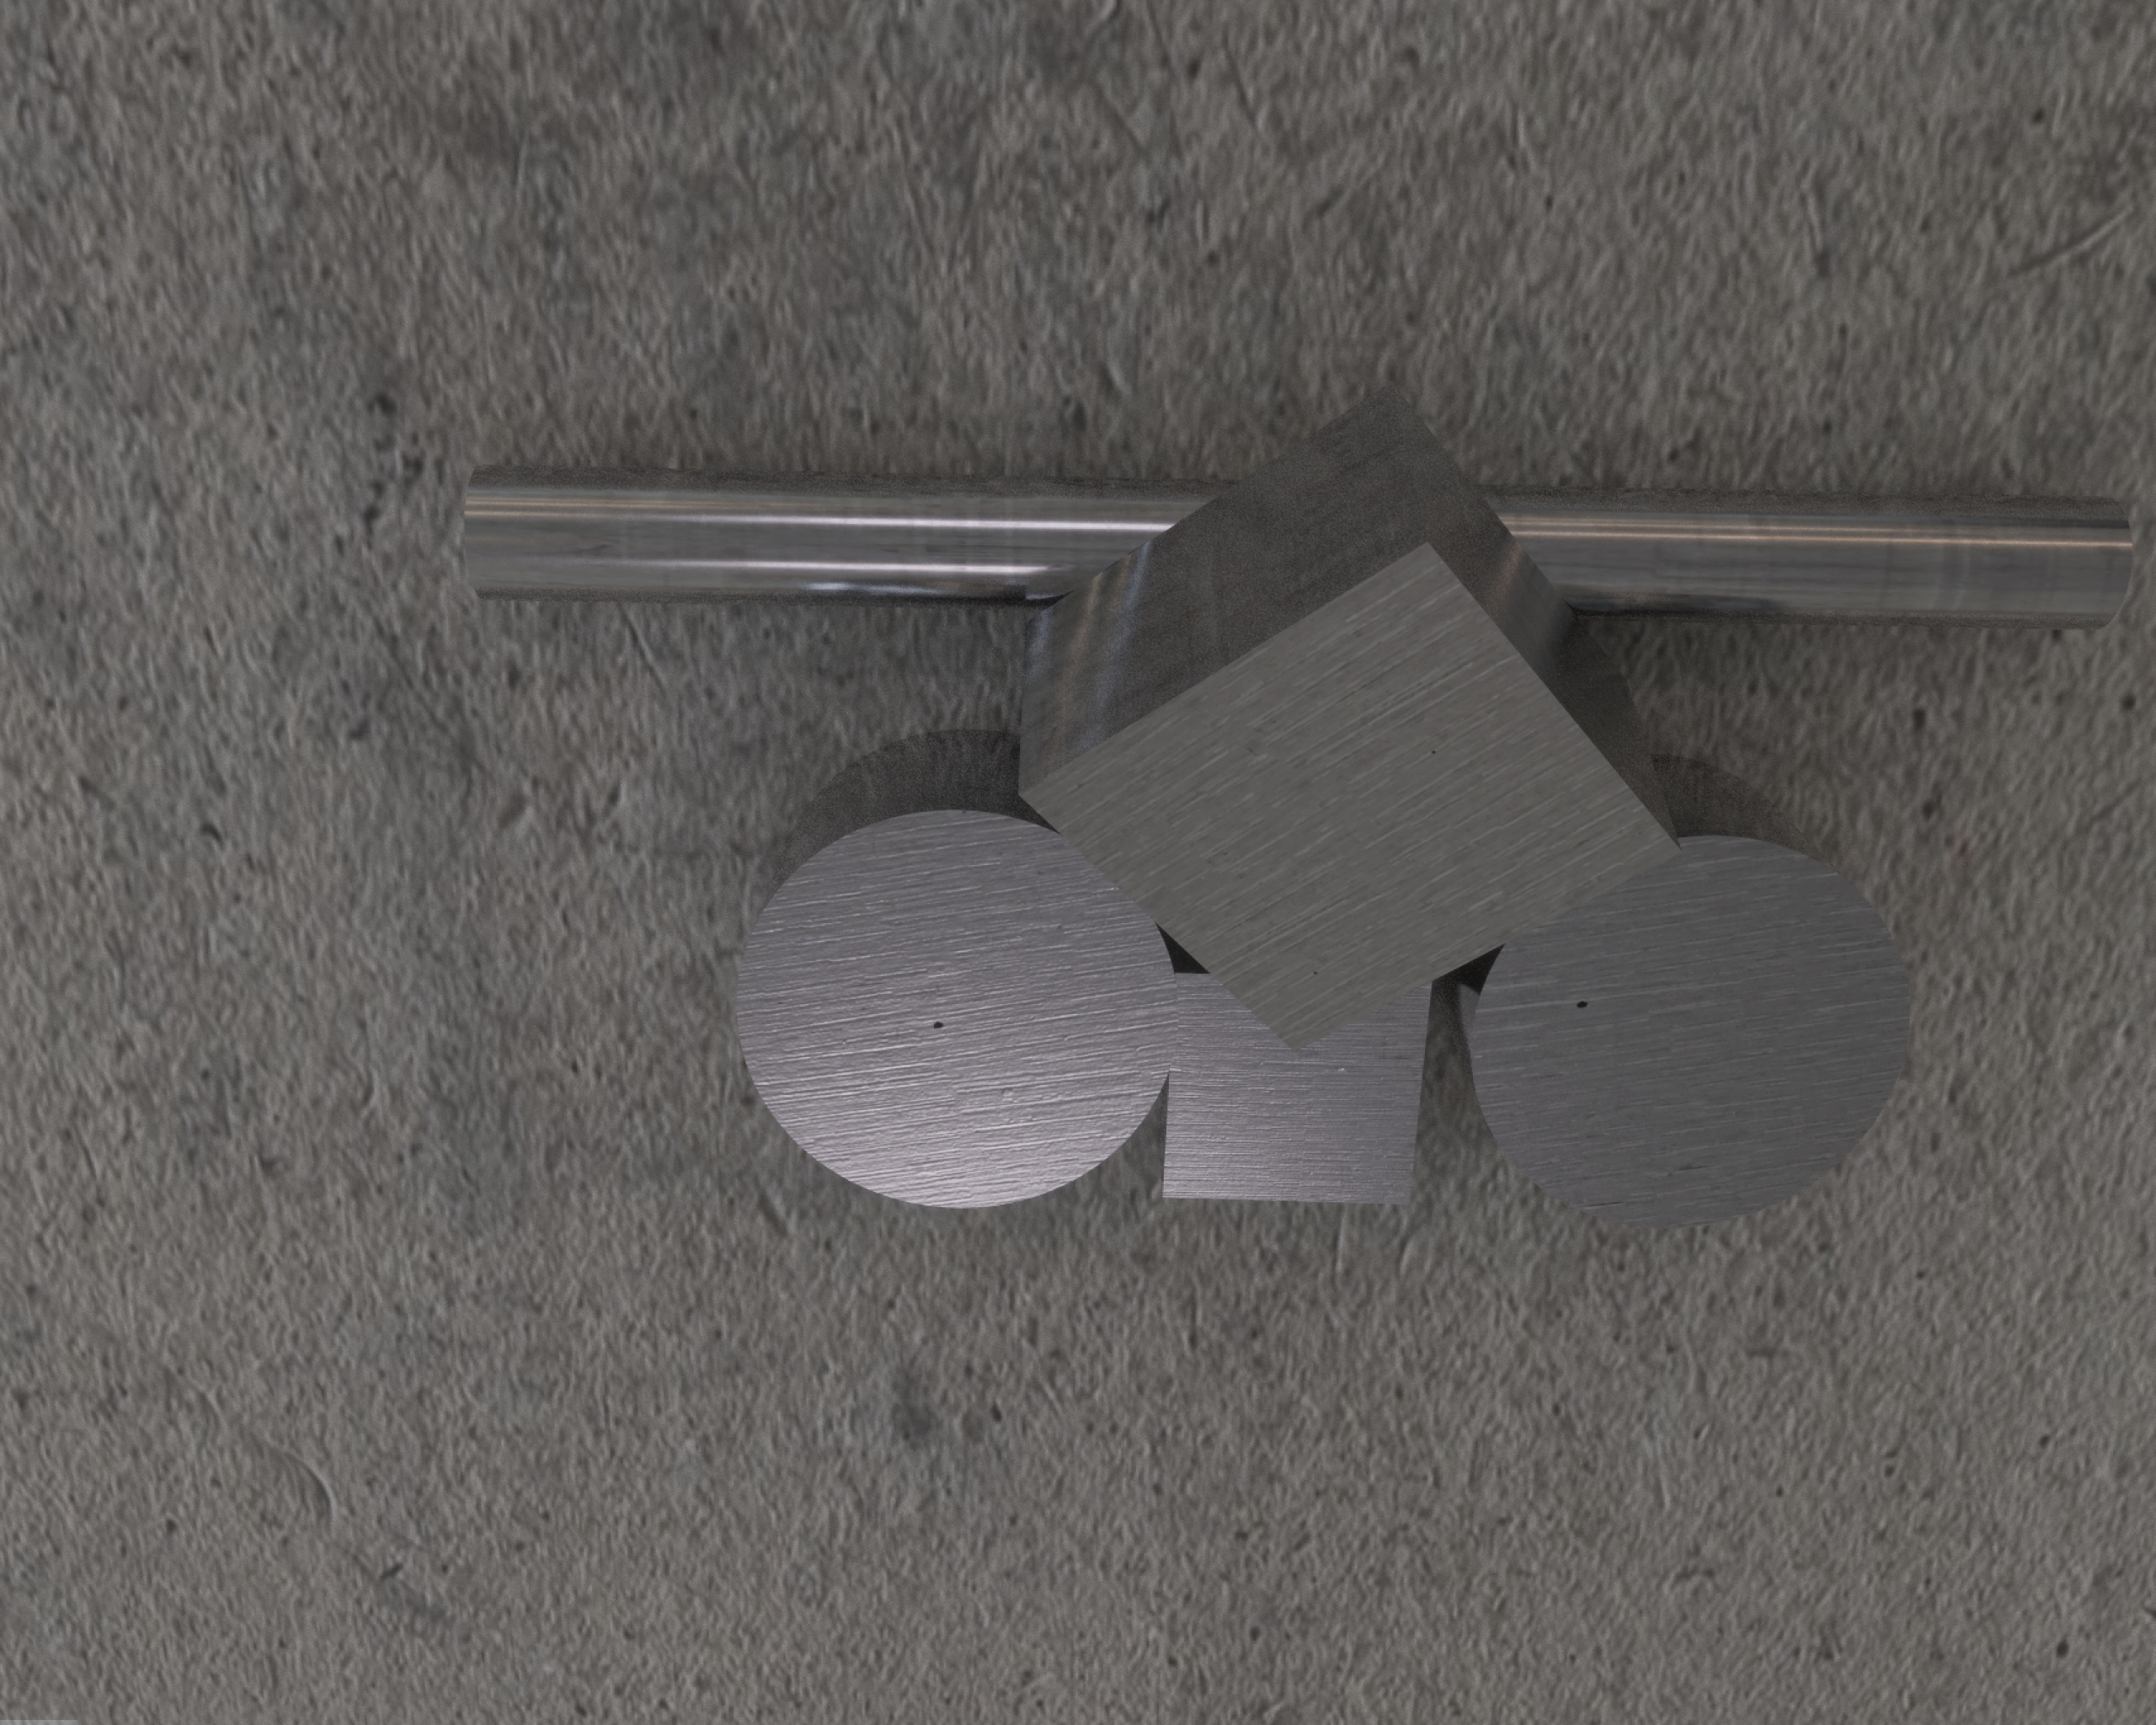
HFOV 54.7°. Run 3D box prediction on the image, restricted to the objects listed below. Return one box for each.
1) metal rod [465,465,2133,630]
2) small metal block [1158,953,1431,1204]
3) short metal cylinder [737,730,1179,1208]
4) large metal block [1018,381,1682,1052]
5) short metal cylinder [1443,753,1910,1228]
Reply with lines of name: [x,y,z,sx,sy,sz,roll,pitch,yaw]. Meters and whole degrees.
metal rod: [0.041,-0.059,0.389,0.302,0.025,0.025,1,110,-1]
small metal block: [0.043,0.041,0.427,0.050,0.025,0.050,2,110,-1]
short metal cylinder: [-0.022,0.019,0.404,0.081,0.050,0.079,0,110,0]
large metal block: [0.047,-0.023,0.371,0.080,0.050,0.080,-31,124,24]
short metal cylinder: [0.113,0.024,0.407,0.081,0.050,0.079,0,110,0]
